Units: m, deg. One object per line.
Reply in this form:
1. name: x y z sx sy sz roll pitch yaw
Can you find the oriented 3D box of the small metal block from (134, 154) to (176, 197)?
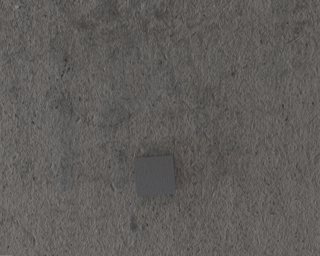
1. small metal block: -0.006 0.062 0.410 0.050 0.025 0.050 -4 90 0
